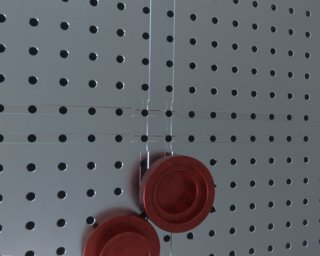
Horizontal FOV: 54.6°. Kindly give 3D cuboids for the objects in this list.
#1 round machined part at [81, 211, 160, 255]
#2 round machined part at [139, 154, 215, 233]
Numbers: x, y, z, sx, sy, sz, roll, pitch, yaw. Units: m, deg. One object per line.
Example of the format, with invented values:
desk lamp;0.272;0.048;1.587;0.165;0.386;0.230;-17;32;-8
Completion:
round machined part;-0.046;0.157;0.387;0.099;0.042;0.097;0;90;-20
round machined part;0.019;0.084;0.411;0.099;0.042;0.097;0;90;-20
